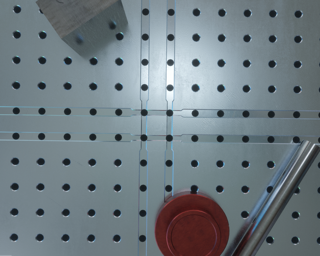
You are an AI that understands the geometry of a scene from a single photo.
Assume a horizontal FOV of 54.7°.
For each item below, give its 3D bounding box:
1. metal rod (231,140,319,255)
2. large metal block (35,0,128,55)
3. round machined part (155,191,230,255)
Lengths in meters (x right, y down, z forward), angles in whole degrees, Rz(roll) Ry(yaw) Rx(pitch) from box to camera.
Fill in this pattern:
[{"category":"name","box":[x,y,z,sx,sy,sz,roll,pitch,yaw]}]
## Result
[{"category":"metal rod","box":[0.124,0.149,0.414,0.025,0.025,0.299,32,90,0]},{"category":"large metal block","box":[-0.091,-0.142,0.385,0.080,0.080,0.050,-34,90,0]},{"category":"round machined part","box":[0.042,0.136,0.405,0.099,0.042,0.097,0,90,0]}]
